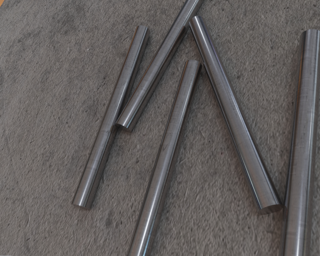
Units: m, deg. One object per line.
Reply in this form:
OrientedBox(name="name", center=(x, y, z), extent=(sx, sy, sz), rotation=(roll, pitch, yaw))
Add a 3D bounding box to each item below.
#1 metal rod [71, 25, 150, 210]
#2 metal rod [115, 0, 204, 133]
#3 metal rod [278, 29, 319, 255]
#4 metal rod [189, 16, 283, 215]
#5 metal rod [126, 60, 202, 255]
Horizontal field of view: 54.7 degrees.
OrientedBox(name="metal rod", center=(-0.065, -0.031, 0.457), extent=(0.025, 0.025, 0.300), rotation=(1, 62, 29))
OrientedBox(name="metal rod", center=(0.015, -0.127, 0.474), extent=(0.025, 0.025, 0.300), rotation=(16, 70, 34))
OrientedBox(name="metal rod", center=(0.145, 0.021, 0.314), extent=(0.025, 0.025, 0.300), rotation=(2, 62, 29))
OrientedBox(name="metal rod", center=(0.081, -0.041, 0.385), extent=(0.025, 0.025, 0.299), rotation=(-23, 53, 15))
OrientedBox(name="metal rod", center=(0.006, 0.044, 0.373), extent=(0.025, 0.025, 0.300), rotation=(3, 63, 30))
